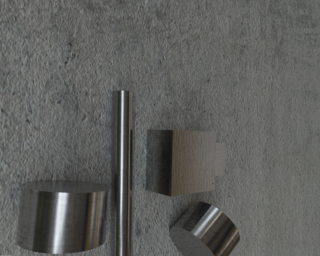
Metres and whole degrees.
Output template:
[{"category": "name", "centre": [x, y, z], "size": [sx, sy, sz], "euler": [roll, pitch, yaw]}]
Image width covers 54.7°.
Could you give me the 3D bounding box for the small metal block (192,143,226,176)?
[{"category": "small metal block", "centre": [0.072, 0.046, 0.468], "size": [0.050, 0.025, 0.050], "euler": [6, 86, -40]}]

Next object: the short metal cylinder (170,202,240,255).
[{"category": "short metal cylinder", "centre": [0.060, 0.148, 0.422], "size": [0.050, 0.080, 0.080], "euler": [-39, 114, -33]}]

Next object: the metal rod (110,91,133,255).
[{"category": "metal rod", "centre": [-0.046, 0.106, 0.368], "size": [0.025, 0.025, 0.298], "euler": [1, 90, -40]}]

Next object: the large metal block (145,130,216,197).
[{"category": "large metal block", "centre": [0.029, 0.043, 0.415], "size": [0.081, 0.050, 0.079], "euler": [3, 89, -40]}]

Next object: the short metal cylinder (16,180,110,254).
[{"category": "short metal cylinder", "centre": [-0.090, 0.080, 0.295], "size": [0.081, 0.080, 0.050], "euler": [7, 86, -40]}]
